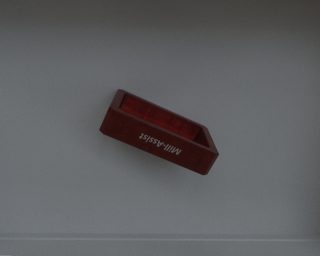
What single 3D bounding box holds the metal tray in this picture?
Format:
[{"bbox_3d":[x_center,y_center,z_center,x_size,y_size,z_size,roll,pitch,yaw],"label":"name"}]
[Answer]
[{"bbox_3d":[0.000,0.002,0.374,0.131,0.090,0.030,23,108,-9],"label":"metal tray"}]
